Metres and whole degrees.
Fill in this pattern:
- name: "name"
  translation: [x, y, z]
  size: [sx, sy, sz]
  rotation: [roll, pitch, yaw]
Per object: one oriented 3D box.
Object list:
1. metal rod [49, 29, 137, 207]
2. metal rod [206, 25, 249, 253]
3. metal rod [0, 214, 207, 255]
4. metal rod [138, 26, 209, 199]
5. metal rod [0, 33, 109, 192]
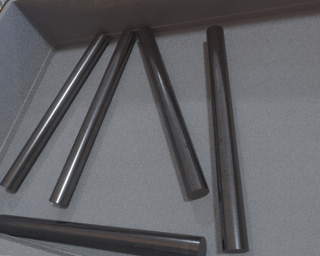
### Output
- name: "metal rod"
  translation: [-0.095, -0.030, 0.473]
  size: [0.025, 0.025, 0.300]
  rotation: [4, 63, 30]
- name: "metal rod"
  translation: [0.076, -0.011, 0.372]
  size: [0.025, 0.025, 0.299]
  rotation: [-12, 56, 22]
- name: "metal rod"
  translation: [-0.092, 0.129, 0.375]
  size: [0.300, 0.025, 0.025]
  rotation: [-3, 60, 26]
- name: "metal rod"
  translation: [0.009, -0.044, 0.427]
  size: [0.025, 0.025, 0.299]
  rotation: [-25, 53, 12]
- name: "metal rod"
  translation: [-0.168, -0.036, 0.516]
  size: [0.025, 0.025, 0.300]
  rotation: [15, 69, 34]
